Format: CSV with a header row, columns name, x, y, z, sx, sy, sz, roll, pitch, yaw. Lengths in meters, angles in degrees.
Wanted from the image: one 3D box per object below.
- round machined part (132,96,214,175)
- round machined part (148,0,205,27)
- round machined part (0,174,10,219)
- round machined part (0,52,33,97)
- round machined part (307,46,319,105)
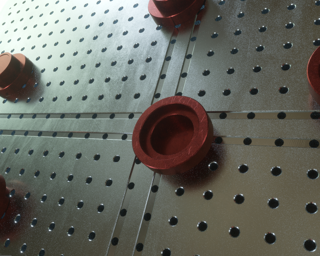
name,x,y,z,sx,sy,sz,roll,pitch,yaw
round machined part,0.019,0.012,0.381,0.098,0.042,0.098,-13,56,21
round machined part,0.023,-0.223,0.523,0.098,0.042,0.098,-13,56,21
round machined part,-0.272,0.113,0.473,0.098,0.042,0.098,-13,56,21
round machined part,-0.315,-0.116,0.636,0.098,0.042,0.098,-13,56,21
round machined part,0.207,-0.051,0.320,0.098,0.042,0.098,-13,56,21
